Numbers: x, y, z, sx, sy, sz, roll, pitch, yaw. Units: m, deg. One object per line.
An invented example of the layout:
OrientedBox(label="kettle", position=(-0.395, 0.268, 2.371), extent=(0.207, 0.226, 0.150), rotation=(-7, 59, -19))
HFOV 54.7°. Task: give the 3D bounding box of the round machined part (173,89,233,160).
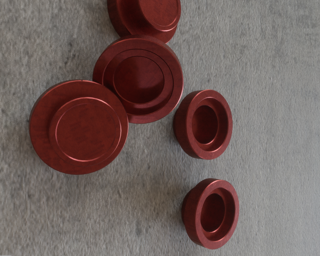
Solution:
OrientedBox(label="round machined part", position=(0.057, -0.005, 0.444), extent=(0.099, 0.042, 0.097), rotation=(0, 90, -40))

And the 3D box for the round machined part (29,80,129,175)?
OrientedBox(label="round machined part", position=(-0.078, 0.001, 0.312), extent=(0.099, 0.042, 0.097), rotation=(-5, 102, -25))

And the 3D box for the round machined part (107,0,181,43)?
OrientedBox(label="round machined part", position=(-0.012, -0.150, 0.385), extent=(0.099, 0.042, 0.097), rotation=(0, 90, -40))

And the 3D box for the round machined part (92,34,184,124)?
OrientedBox(label="round machined part", position=(-0.023, -0.057, 0.353), extent=(0.098, 0.098, 0.042), rotation=(59, 14, -24))

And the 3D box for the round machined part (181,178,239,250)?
OrientedBox(label="round machined part", position=(0.070, 0.122, 0.455), extent=(0.099, 0.042, 0.097), rotation=(0, 90, -40))
